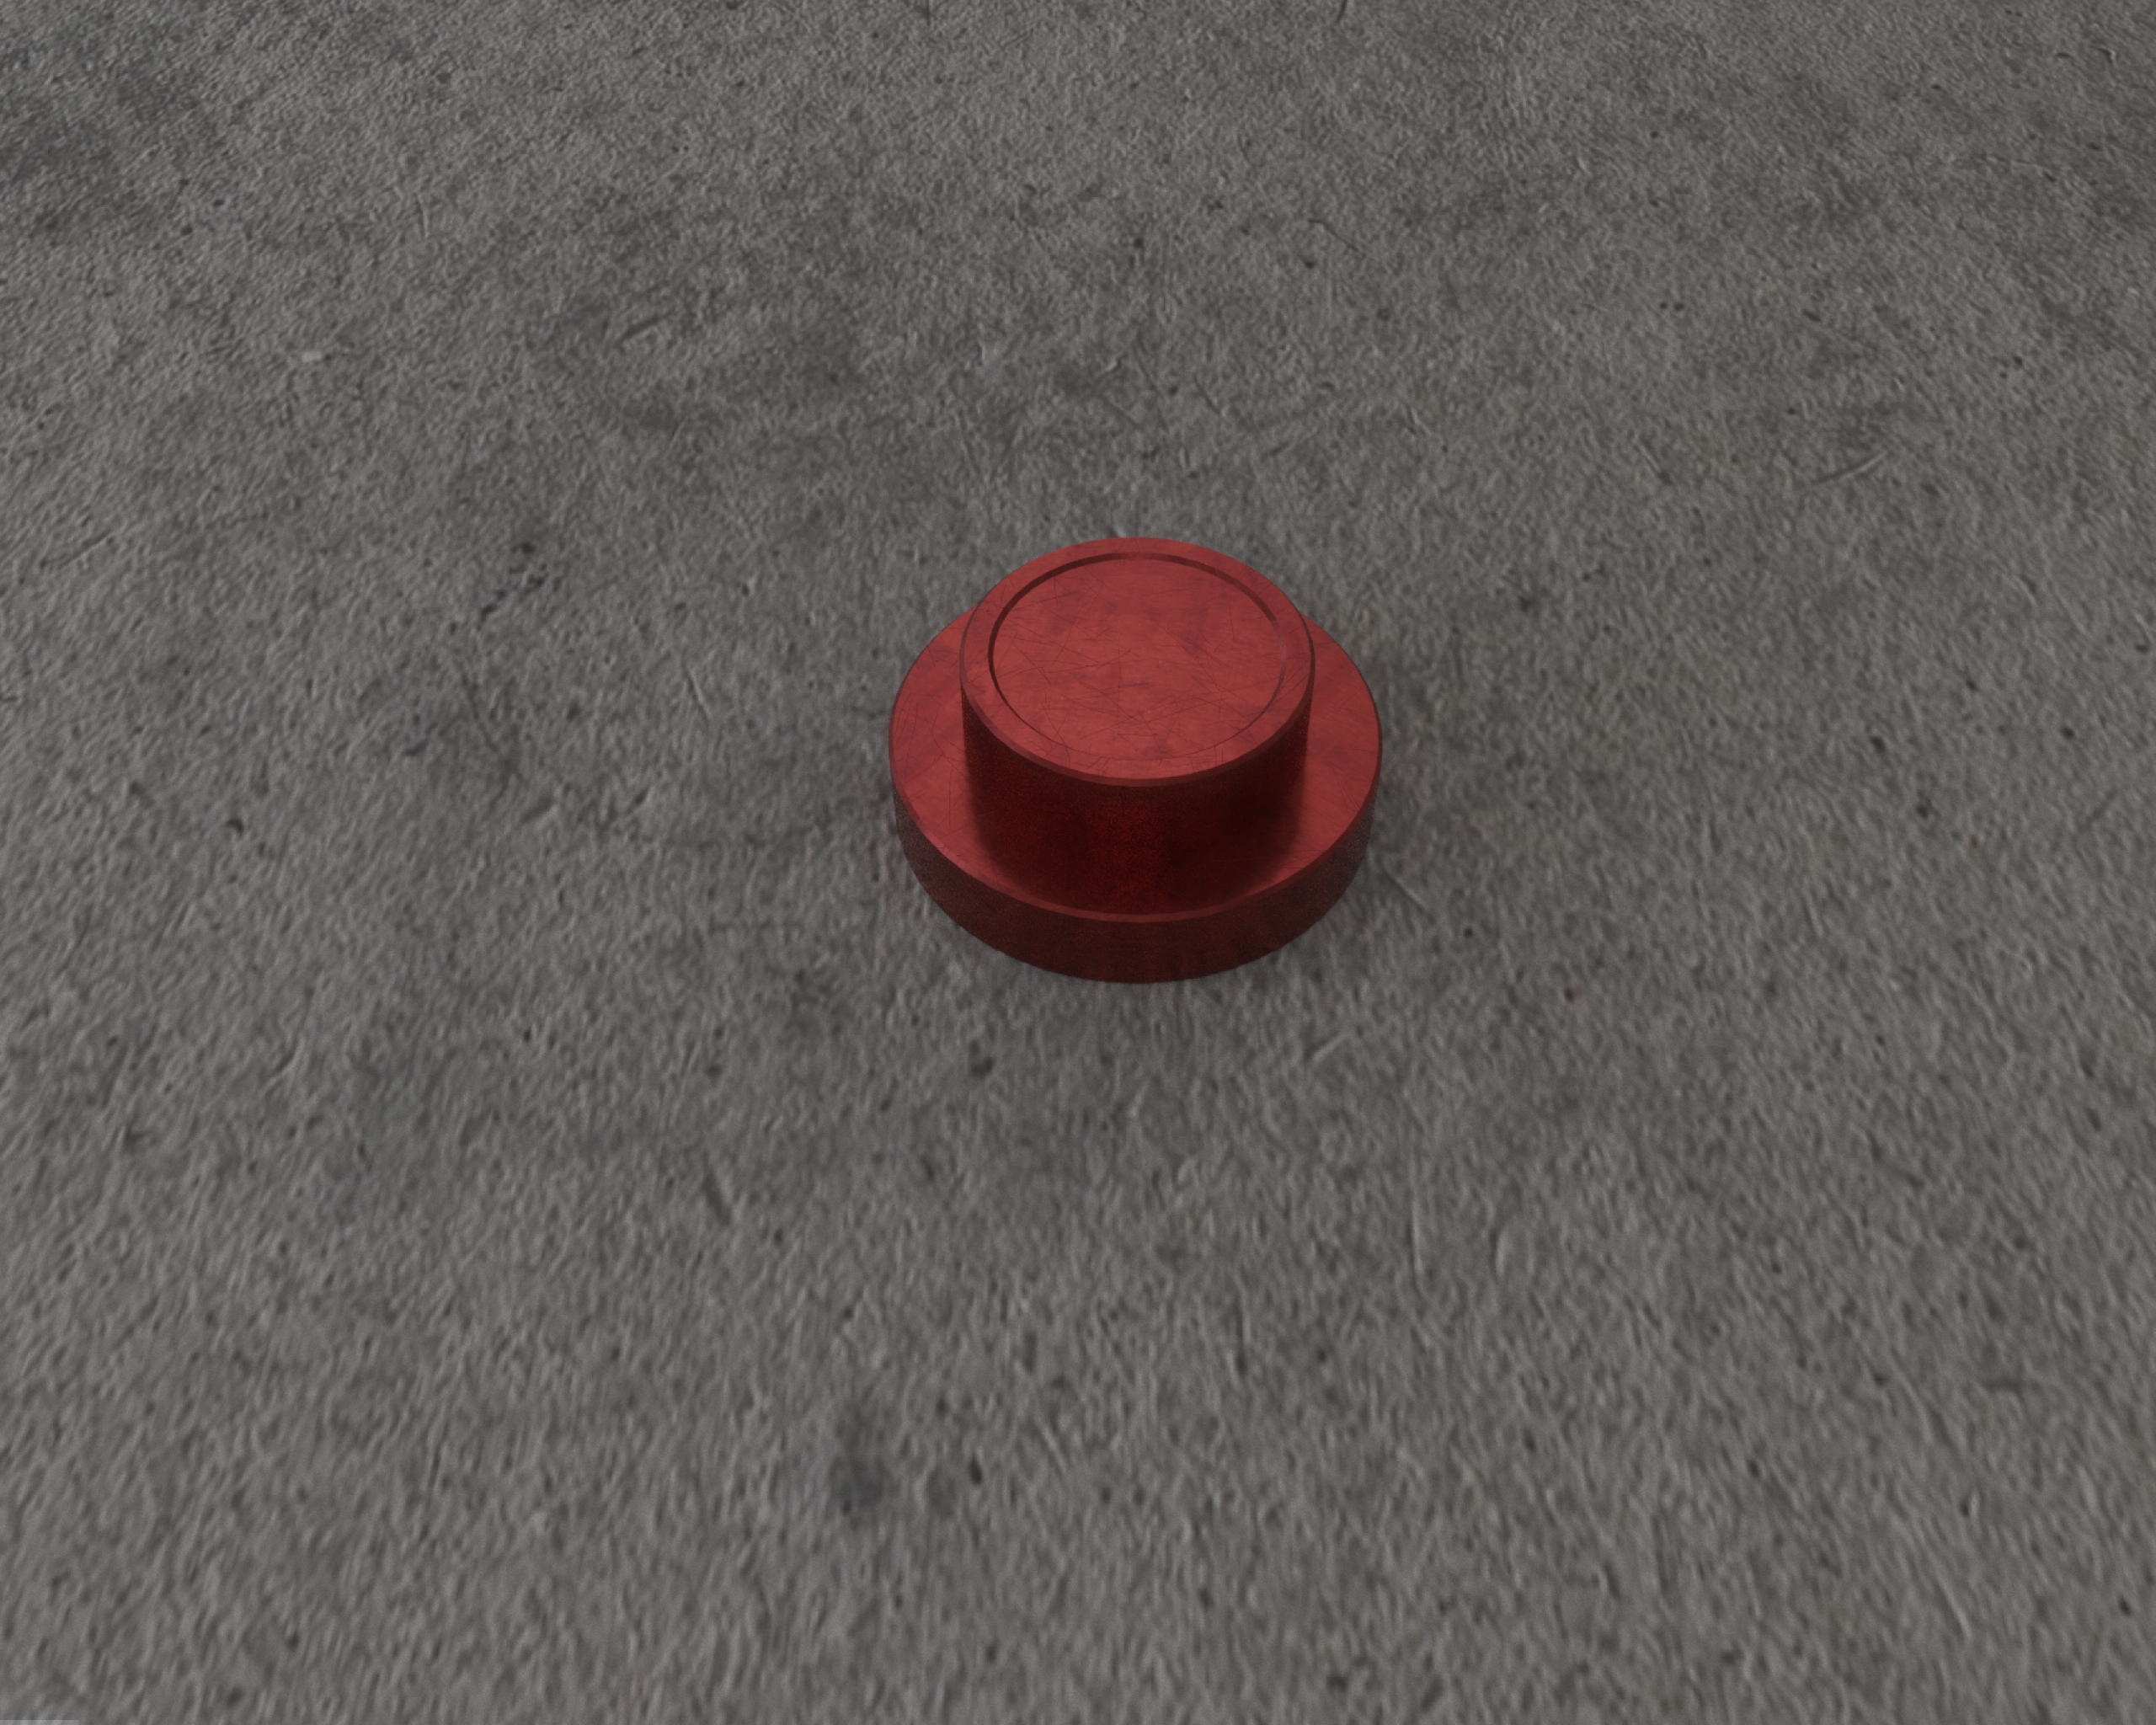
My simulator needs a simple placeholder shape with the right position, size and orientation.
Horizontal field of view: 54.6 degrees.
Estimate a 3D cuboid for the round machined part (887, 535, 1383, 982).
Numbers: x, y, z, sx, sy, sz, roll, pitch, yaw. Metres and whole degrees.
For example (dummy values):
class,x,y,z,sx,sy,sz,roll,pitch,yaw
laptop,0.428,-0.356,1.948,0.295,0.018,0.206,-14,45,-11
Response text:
class,x,y,z,sx,sy,sz,roll,pitch,yaw
round machined part,0.011,-0.027,0.415,0.099,0.042,0.098,0,50,0
